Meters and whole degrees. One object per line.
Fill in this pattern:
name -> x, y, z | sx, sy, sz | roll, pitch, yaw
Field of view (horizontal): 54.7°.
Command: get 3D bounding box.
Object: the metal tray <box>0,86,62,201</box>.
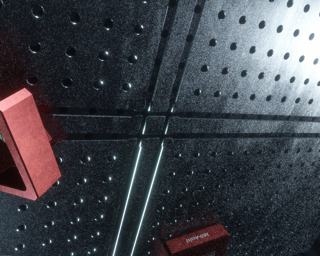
metal tray -> -0.157, 0.008, 0.267 | 0.030, 0.130, 0.089 | -53, 143, -50

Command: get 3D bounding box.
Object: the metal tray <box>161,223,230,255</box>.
metal tray -> 0.067, 0.242, 0.597 | 0.131, 0.030, 0.089 | -10, 123, -24

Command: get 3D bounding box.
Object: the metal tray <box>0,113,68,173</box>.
metal tray -> -0.160, 0.034, 0.302 | 0.130, 0.090, 0.030 | -34, 94, -6
